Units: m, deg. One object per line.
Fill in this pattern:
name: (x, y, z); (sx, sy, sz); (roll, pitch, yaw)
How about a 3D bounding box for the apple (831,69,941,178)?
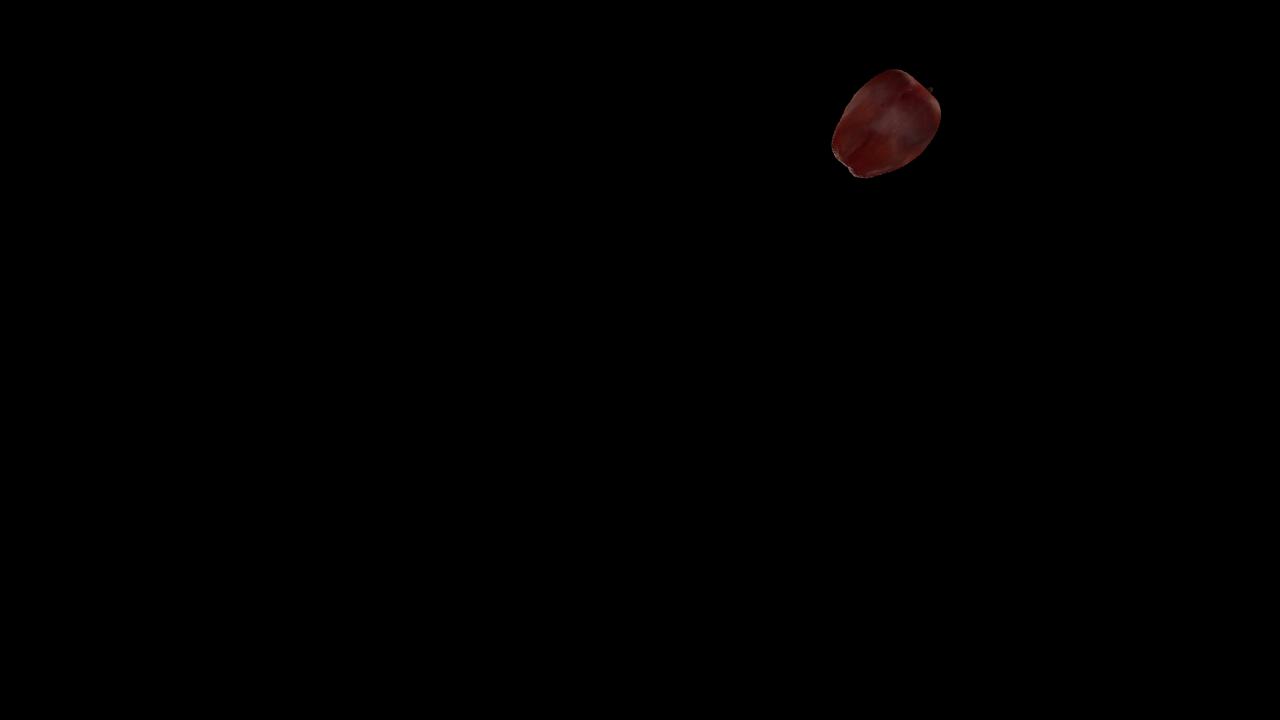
apple: (0.219, -0.208, 0.549); (0.093, 0.079, 0.079); (-43, -20, 22)
